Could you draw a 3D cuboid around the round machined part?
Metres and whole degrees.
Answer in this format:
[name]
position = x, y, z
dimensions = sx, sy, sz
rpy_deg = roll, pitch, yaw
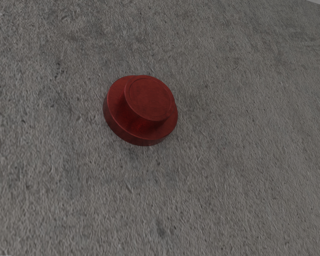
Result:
[round machined part]
position = -0.020, -0.029, 0.400
dimensions = 0.099, 0.042, 0.098
rpy_deg = 13, 56, -21
